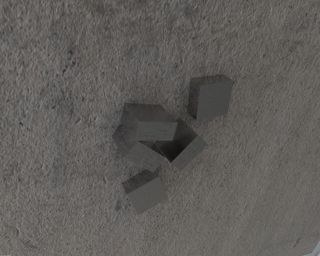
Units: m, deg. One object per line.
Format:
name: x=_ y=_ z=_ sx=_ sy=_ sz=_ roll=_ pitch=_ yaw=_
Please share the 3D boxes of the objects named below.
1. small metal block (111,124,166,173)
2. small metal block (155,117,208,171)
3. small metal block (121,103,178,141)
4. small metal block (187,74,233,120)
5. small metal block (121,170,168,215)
small metal block: x=-0.027 y=0.024 z=0.390 sx=0.050 sy=0.050 sz=0.025 roll=34 pitch=99 yaw=-39
small metal block: x=0.028 y=0.021 z=0.419 sx=0.050 sy=0.050 sz=0.025 roll=-46 pitch=129 yaw=4
small metal block: x=-0.014 y=-0.008 z=0.378 sx=0.050 sy=0.050 sz=0.025 roll=1 pitch=118 yaw=-29
small metal block: x=0.067 y=-0.042 z=0.417 sx=0.050 sy=0.025 sz=0.050 roll=-11 pitch=123 yaw=-23
small metal block: x=-0.022 y=0.092 z=0.452 sx=0.050 sy=0.025 sz=0.050 roll=-28 pitch=128 yaw=-11
